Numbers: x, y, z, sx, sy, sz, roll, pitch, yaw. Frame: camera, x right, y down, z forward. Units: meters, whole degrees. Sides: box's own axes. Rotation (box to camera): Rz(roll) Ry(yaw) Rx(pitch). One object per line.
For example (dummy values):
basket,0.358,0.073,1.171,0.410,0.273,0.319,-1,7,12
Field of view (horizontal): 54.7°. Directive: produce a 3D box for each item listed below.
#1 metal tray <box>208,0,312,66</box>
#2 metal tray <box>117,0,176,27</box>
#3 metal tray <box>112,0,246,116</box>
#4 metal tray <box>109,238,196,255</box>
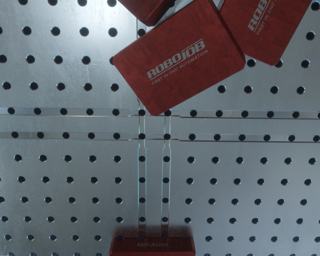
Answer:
metal tray,0.122,-0.149,0.358,0.090,0.030,0.129,21,109,-8
metal tray,-0.030,-0.182,0.320,0.130,0.030,0.090,44,105,6
metal tray,0.021,-0.081,0.364,0.130,0.030,0.090,-28,109,25
metal tray,-0.011,0.221,0.492,0.131,0.030,0.089,0,110,-1
